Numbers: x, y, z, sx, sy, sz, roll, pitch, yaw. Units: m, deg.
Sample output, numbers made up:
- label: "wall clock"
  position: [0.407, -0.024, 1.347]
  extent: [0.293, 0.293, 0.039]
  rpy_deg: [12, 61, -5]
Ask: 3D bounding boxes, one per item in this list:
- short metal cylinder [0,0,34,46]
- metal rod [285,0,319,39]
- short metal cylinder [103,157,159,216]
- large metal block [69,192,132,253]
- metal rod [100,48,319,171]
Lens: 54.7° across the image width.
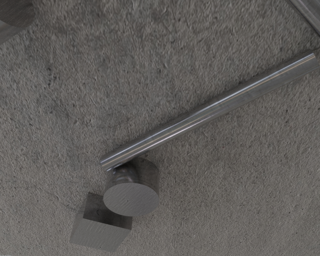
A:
- label: "short metal cylinder"
  position: [-0.161, -0.113, 0.273]
  extent: [0.050, 0.080, 0.080]
  rpy_deg: [-25, 126, 19]
- label: "metal rod"
  position: [0.123, -0.136, 0.292]
  extent: [0.301, 0.025, 0.025]
  rpy_deg: [32, 123, -25]
- label: "short metal cylinder"
  position: [-0.041, 0.089, 0.466]
  extent: [0.081, 0.050, 0.079]
  rpy_deg: [0, 130, 0]
- label: "large metal block"
  position: [-0.099, 0.162, 0.528]
  extent: [0.080, 0.050, 0.079]
  rpy_deg: [20, 127, -16]
- label: "metal rod"
  position: [0.046, -0.013, 0.396]
  extent: [0.300, 0.025, 0.025]
  rpy_deg: [-27, 125, 21]
